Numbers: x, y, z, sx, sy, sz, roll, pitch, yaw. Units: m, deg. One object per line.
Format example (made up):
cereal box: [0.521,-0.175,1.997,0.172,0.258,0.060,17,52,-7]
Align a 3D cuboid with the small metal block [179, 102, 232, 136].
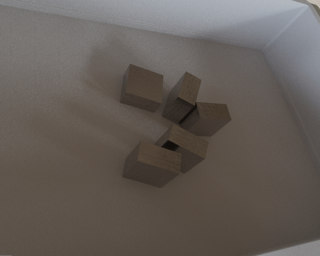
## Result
small metal block: [0.061,-0.011,0.429,0.050,0.050,0.025,2,61,-28]

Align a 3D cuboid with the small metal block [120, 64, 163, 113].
small metal block: [-0.024,-0.054,0.425,0.050,0.025,0.050,16,55,-19]

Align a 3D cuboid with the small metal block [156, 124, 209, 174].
small metal block: [0.024,0.027,0.386,0.050,0.050,0.025,27,52,-11]

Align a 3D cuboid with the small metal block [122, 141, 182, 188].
small metal block: [-0.010,0.043,0.358,0.050,0.050,0.025,19,54,-17]

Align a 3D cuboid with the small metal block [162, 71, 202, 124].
small metal block: [0.030,-0.042,0.431,0.025,0.050,0.050,27,52,-11]
